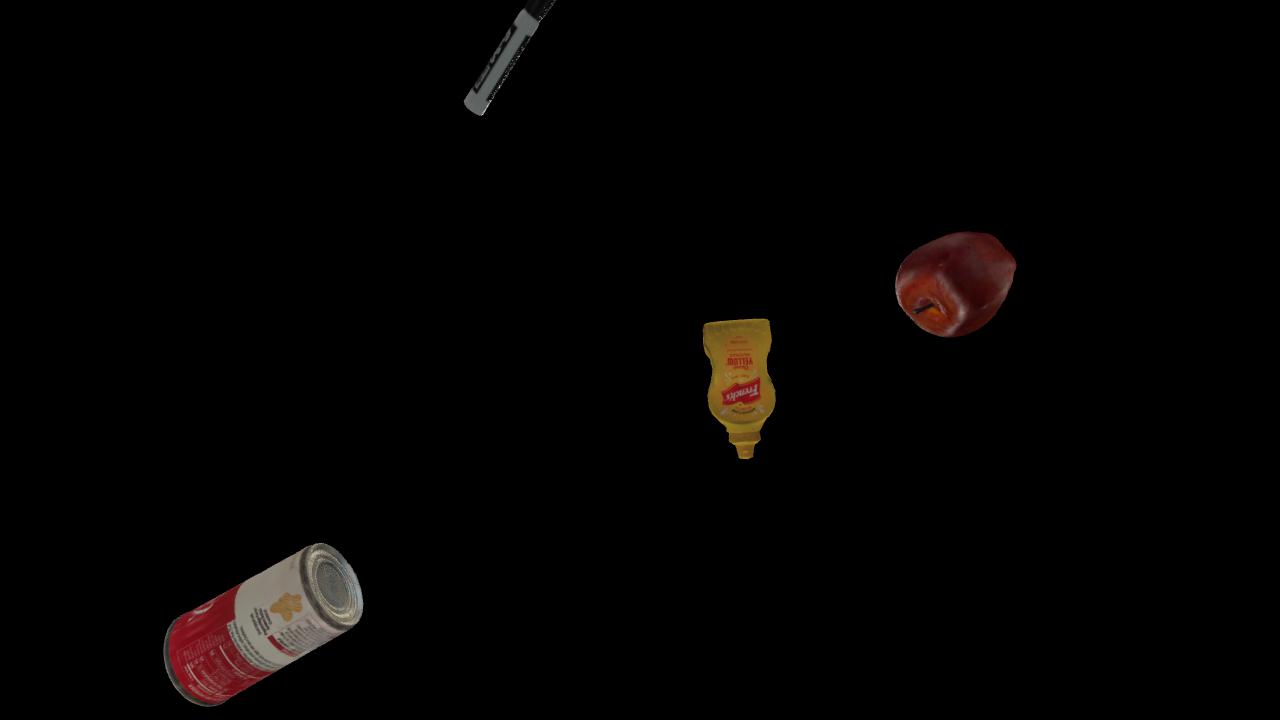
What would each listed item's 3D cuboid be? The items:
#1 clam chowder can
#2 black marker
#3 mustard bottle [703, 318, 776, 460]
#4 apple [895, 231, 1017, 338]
[{"bbox_3d":[-0.259,0.183,0.432,0.102,0.068,0.068,-28,3,-5],"label":"clam chowder can"},{"bbox_3d":[-0.106,-0.254,0.502,0.121,0.020,0.020,-44,-24,28],"label":"black marker"},{"bbox_3d":[0.134,0.040,0.816,0.092,0.184,0.054,-4,-3,-1],"label":"mustard bottle"},{"bbox_3d":[0.245,-0.061,0.479,0.093,0.079,0.079,-34,13,-20],"label":"apple"}]
